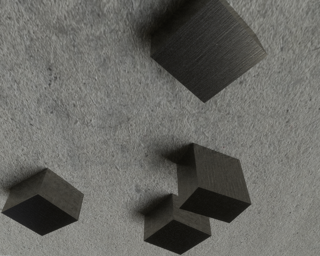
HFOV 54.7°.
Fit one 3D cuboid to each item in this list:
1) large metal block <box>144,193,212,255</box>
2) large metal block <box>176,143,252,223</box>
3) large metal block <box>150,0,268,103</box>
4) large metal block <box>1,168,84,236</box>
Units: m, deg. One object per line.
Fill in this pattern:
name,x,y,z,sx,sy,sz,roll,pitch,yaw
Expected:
large metal block,0.029,0.167,0.533,0.080,0.050,0.080,30,124,-23
large metal block,0.072,0.077,0.437,0.080,0.080,0.050,21,127,-17
large metal block,0.047,-0.086,0.318,0.080,0.050,0.080,37,121,-27
large metal block,-0.182,0.119,0.490,0.080,0.050,0.080,-27,125,21
